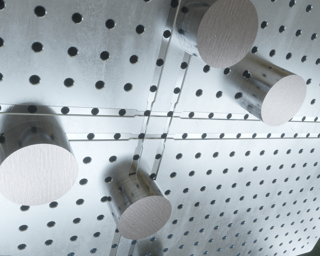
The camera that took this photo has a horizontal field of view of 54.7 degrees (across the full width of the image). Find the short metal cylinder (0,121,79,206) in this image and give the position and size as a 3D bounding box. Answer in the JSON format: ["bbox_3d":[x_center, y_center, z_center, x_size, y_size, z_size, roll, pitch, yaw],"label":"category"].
[{"bbox_3d":[-0.137,0.039,0.344,0.081,0.050,0.079,-14,124,-21],"label":"short metal cylinder"}]

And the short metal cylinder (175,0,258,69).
[{"bbox_3d":[0.065,-0.115,0.359,0.081,0.050,0.079,-14,124,-21],"label":"short metal cylinder"}]

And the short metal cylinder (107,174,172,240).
[{"bbox_3d":[-0.030,0.114,0.449,0.081,0.050,0.079,-14,124,-21],"label":"short metal cylinder"}]

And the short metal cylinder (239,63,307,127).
[{"bbox_3d":[0.164,-0.049,0.454,0.081,0.050,0.079,-14,124,-21],"label":"short metal cylinder"}]
